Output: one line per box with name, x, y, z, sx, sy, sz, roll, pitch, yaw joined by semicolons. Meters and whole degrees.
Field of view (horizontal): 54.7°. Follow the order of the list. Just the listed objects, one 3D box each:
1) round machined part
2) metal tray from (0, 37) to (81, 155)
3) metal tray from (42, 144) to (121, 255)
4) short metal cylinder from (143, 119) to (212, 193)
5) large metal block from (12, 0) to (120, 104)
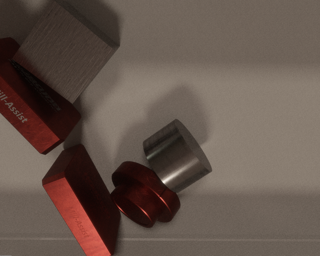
round machined part;-0.026;0.093;0.407;0.098;0.042;0.097;27;146;21
metal tray;-0.155;-0.040;0.359;0.030;0.090;0.130;-35;107;12
metal tray;-0.097;0.096;0.410;0.030;0.090;0.129;-21;109;7
short metal cylinder;0.023;0.035;0.395;0.050;0.080;0.080;-35;107;12
large metal block;-0.106;-0.089;0.364;0.080;0.050;0.080;39;105;-13
